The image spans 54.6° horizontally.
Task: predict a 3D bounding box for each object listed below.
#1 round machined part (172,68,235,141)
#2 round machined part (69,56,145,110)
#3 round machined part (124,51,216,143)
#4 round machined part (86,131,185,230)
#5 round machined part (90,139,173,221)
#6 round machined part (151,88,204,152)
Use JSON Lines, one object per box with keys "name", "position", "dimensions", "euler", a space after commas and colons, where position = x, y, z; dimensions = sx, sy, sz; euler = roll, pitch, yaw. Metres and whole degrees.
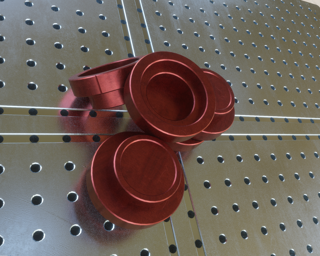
{"name": "round machined part", "position": [0.055, -0.037, 0.393], "dimensions": [0.099, 0.042, 0.098], "euler": [14, 55, -20]}
{"name": "round machined part", "position": [-0.055, -0.054, 0.375], "dimensions": [0.099, 0.098, 0.042], "euler": [-31, 114, -38]}
{"name": "round machined part", "position": [0.008, -0.030, 0.337], "dimensions": [0.099, 0.042, 0.098], "euler": [9, 66, -22]}
{"name": "round machined part", "position": [-0.018, 0.046, 0.305], "dimensions": [0.099, 0.042, 0.098], "euler": [13, 56, -21]}
{"name": "round machined part", "position": [-0.023, 0.047, 0.329], "dimensions": [0.099, 0.042, 0.098], "euler": [13, 56, -21]}
{"name": "round machined part", "position": [0.027, -0.023, 0.398], "dimensions": [0.099, 0.042, 0.098], "euler": [13, 56, -21]}
